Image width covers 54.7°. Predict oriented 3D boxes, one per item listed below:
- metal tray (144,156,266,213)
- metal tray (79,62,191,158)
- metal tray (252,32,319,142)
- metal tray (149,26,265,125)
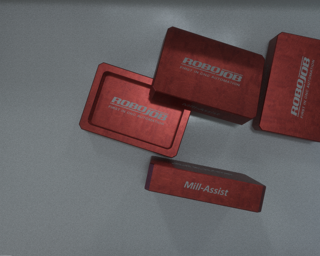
[{"bbox_3d":[0.050,0.065,0.379,0.131,0.090,0.030,12,90,-1],"label":"metal tray"},{"bbox_3d":[-0.029,-0.023,0.408,0.131,0.030,0.090,18,90,-1],"label":"metal tray"},{"bbox_3d":[0.183,-0.052,0.411,0.091,0.030,0.129,12,90,-1],"label":"metal tray"},{"bbox_3d":[0.060,-0.065,0.390,0.131,0.030,0.090,16,73,-7],"label":"metal tray"}]
